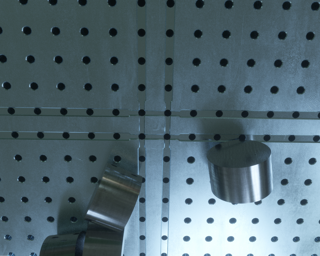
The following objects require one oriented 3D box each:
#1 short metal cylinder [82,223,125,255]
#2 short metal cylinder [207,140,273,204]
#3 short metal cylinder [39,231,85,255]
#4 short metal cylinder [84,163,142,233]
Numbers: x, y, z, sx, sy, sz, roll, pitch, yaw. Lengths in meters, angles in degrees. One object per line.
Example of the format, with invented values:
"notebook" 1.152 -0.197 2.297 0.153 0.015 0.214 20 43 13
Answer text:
"short metal cylinder" -0.079 0.172 0.446 0.050 0.080 0.079 6 110 -3
"short metal cylinder" 0.105 0.055 0.406 0.080 0.080 0.050 -9 110 3
"short metal cylinder" -0.135 0.196 0.455 0.050 0.080 0.079 -9 110 3
"short metal cylinder" -0.063 0.093 0.418 0.050 0.080 0.080 24 108 -9
